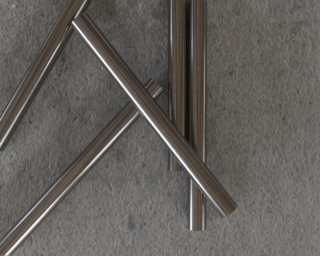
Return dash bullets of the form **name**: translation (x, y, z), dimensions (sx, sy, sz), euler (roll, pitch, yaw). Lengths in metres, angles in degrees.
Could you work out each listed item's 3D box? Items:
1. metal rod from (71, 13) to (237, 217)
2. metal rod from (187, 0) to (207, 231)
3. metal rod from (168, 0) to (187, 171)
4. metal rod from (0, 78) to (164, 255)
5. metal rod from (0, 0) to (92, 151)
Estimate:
- **metal rod**: translation (-0.007, -0.015, 0.383), dimensions (0.025, 0.025, 0.300), euler (-38, 90, 0)
- **metal rod**: translation (0.049, -0.017, 0.410), dimensions (0.025, 0.025, 0.298), euler (0, 90, -1)
- **metal rod**: translation (0.023, -0.093, 0.410), dimensions (0.025, 0.025, 0.298), euler (0, 90, -1)
- **metal rod**: translation (-0.106, 0.053, 0.408), dimensions (0.025, 0.025, 0.300), euler (43, 90, -1)
- **metal rod**: translation (-0.142, -0.105, 0.408), dimensions (0.025, 0.025, 0.299), euler (30, 90, -1)
